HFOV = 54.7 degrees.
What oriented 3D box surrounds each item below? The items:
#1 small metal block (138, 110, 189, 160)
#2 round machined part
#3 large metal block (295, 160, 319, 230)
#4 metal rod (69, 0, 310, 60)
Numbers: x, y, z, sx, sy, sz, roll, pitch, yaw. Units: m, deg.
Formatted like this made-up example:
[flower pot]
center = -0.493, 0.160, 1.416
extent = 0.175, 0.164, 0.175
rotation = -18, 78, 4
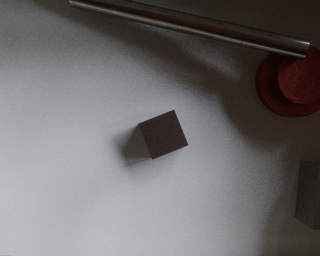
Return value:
[small metal block]
center = 0.004, 0.008, 0.412
extent = 0.050, 0.025, 0.050
rotation = -22, 90, -1
[round machined part]
center = 0.180, -0.063, 0.405
extent = 0.099, 0.042, 0.097
rotation = 0, 90, -1
[large metal block]
center = 0.230, 0.088, 0.402
extent = 0.081, 0.050, 0.079
rotation = 6, 90, -1
[metal rod]
center = 0.030, -0.133, 0.390
extent = 0.301, 0.025, 0.025
rotation = 15, 90, 8
